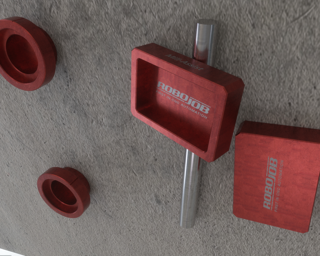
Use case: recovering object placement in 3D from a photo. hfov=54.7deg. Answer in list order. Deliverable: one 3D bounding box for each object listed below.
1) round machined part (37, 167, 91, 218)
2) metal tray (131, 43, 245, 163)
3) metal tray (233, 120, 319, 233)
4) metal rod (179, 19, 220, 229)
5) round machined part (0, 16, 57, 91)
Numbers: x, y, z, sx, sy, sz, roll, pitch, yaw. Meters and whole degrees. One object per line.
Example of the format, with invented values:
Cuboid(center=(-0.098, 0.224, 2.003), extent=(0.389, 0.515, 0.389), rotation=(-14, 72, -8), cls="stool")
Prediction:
Cuboid(center=(-0.164, 0.108, 0.549), extent=(0.098, 0.042, 0.097), rotation=(13, 124, 21), cls="round machined part")
Cuboid(center=(0.022, -0.031, 0.343), extent=(0.130, 0.030, 0.089), rotation=(32, 133, 33), cls="metal tray")
Cuboid(center=(0.136, 0.059, 0.368), extent=(0.090, 0.030, 0.129), rotation=(8, 122, 23), cls="metal tray")
Cuboid(center=(0.045, 0.018, 0.394), extent=(0.025, 0.025, 0.298), rotation=(15, 125, 20), cls="metal rod")
Cuboid(center=(-0.183, -0.104, 0.428), extent=(0.098, 0.042, 0.097), rotation=(13, 124, 21), cls="round machined part")
